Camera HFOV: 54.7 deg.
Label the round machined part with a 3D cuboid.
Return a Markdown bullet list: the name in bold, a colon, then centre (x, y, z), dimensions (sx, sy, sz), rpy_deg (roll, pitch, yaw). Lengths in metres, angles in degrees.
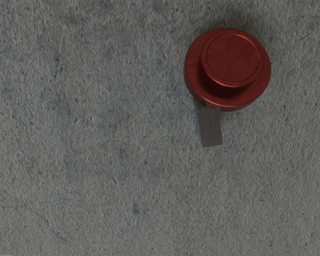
- **round machined part**: centre (0.077, -0.071, 0.351), dimensions (0.099, 0.042, 0.098), rpy_deg (0, 76, -1)

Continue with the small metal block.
- **small metal block**: centre (0.060, -0.009, 0.393), dimensions (0.025, 0.050, 0.050), rpy_deg (-10, 110, 4)
